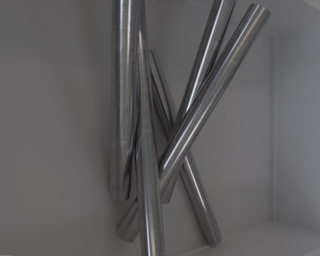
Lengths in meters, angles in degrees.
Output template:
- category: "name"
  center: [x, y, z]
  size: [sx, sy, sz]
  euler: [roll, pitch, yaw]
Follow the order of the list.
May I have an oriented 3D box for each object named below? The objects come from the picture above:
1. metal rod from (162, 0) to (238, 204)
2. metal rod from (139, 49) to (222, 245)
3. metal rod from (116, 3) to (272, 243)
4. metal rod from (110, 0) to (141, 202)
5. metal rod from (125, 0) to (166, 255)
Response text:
- category: "metal rod"
  center: [0.042, -0.043, 0.366]
  size: [0.025, 0.025, 0.298]
  euler: [2, 112, -40]
- category: "metal rod"
  center: [0.033, 0.038, 0.433]
  size: [0.025, 0.025, 0.299]
  euler: [-33, 111, -35]
- category: "metal rod"
  center: [0.032, 0.002, 0.351]
  size: [0.025, 0.025, 0.299]
  euler: [23, 101, -38]
- category: "metal rod"
  center: [-0.035, -0.052, 0.301]
  size: [0.025, 0.025, 0.298]
  euler: [-19, 126, -38]
- category: "metal rod"
  center: [-0.019, -0.009, 0.352]
  size: [0.025, 0.025, 0.299]
  euler: [5, 75, -40]
